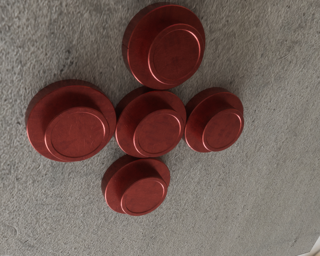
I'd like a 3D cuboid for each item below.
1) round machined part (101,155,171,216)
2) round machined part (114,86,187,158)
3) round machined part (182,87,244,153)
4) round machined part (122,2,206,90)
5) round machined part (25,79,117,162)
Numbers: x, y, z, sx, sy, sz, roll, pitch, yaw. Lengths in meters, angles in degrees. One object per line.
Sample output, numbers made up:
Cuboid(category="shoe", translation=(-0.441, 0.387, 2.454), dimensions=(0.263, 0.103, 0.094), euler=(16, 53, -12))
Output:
Cuboid(category="round machined part", translation=(-0.029, 0.084, 0.435), dimensions=(0.099, 0.042, 0.097), euler=(-14, 125, -21))
Cuboid(category="round machined part", translation=(-0.009, -0.002, 0.393), dimensions=(0.099, 0.042, 0.097), euler=(-14, 125, -21))
Cuboid(category="round machined part", translation=(0.079, -0.005, 0.439), dimensions=(0.099, 0.042, 0.097), euler=(-14, 125, -21))
Cuboid(category="round machined part", translation=(0.010, -0.088, 0.350), dimensions=(0.099, 0.042, 0.097), euler=(-14, 125, -21))
Cuboid(category="round machined part", translation=(-0.095, -0.001, 0.345), dimensions=(0.099, 0.042, 0.097), euler=(-14, 125, -21))
